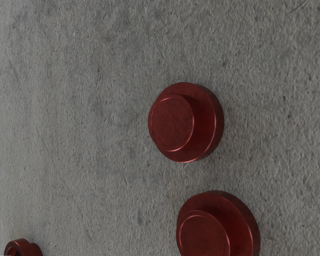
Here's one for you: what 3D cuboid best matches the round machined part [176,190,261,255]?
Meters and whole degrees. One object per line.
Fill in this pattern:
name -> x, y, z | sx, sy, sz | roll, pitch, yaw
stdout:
round machined part -> 0.057, 0.122, 0.347 | 0.098, 0.042, 0.097 | 0, 90, 40

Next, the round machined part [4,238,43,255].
round machined part -> -0.268, 0.269, 0.615 | 0.098, 0.042, 0.097 | 0, 90, 40

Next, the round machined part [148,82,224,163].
round machined part -> 0.024, -0.007, 0.374 | 0.098, 0.042, 0.097 | 0, 90, 40
